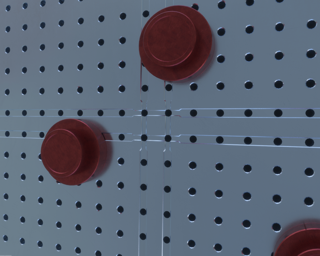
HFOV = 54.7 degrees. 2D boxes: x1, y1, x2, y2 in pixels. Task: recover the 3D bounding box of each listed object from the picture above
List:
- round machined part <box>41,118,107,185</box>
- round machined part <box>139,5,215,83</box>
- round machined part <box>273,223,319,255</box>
[{"bbox_3d":[-0.131,0.035,0.448,0.098,0.042,0.097,0,90,19],"label":"round machined part"},{"bbox_3d":[0.018,-0.109,0.397,0.098,0.042,0.097,0,90,19],"label":"round machined part"},{"bbox_3d":[0.177,0.160,0.341,0.098,0.042,0.097,0,90,19],"label":"round machined part"}]
